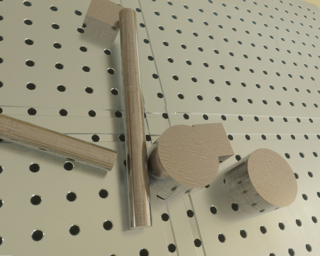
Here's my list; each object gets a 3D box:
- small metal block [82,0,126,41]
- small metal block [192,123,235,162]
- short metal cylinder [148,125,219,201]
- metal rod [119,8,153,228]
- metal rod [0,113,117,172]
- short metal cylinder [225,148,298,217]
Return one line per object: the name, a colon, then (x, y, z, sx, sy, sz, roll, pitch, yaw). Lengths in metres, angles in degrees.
small metal block: (-0.084, -0.166, 0.464, 0.050, 0.025, 0.050, 19, 54, -17)
small metal block: (0.069, 0.022, 0.432, 0.050, 0.025, 0.050, -4, 64, -30)
short metal cylinder: (0.024, 0.043, 0.379, 0.081, 0.050, 0.080, 14, 56, -21)
metal rod: (-0.034, -0.030, 0.392, 0.025, 0.025, 0.299, 6, 64, -25)
metal rod: (-0.190, -0.011, 0.312, 0.302, 0.025, 0.025, 20, 54, -17)
short metal cylinder: (0.136, 0.074, 0.420, 0.081, 0.050, 0.080, 14, 56, -21)
